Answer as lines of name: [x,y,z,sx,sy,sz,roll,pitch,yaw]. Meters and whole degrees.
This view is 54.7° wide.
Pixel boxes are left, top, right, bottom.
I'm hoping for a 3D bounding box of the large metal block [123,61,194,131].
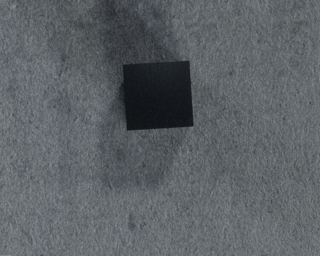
large metal block: [-0.002,-0.039,0.397,0.081,0.050,0.079,-4,90,-1]
